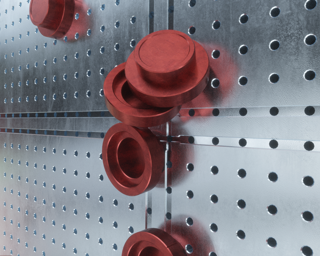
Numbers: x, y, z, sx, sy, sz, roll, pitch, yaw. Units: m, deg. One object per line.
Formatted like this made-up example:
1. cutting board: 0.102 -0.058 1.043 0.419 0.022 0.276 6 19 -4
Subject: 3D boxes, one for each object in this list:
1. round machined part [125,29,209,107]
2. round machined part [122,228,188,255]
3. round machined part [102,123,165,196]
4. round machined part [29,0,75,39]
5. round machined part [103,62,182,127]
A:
1. round machined part: 0.007 -0.075 0.357 0.098 0.042 0.098 -4 56 6
2. round machined part: -0.001 0.178 0.400 0.098 0.042 0.097 0 90 40
3. round machined part: -0.032 0.039 0.421 0.098 0.042 0.097 8 102 42
4. round machined part: -0.203 -0.217 0.568 0.098 0.042 0.097 0 90 40
5. round machined part: -0.020 -0.039 0.392 0.098 0.099 0.042 50 155 28
